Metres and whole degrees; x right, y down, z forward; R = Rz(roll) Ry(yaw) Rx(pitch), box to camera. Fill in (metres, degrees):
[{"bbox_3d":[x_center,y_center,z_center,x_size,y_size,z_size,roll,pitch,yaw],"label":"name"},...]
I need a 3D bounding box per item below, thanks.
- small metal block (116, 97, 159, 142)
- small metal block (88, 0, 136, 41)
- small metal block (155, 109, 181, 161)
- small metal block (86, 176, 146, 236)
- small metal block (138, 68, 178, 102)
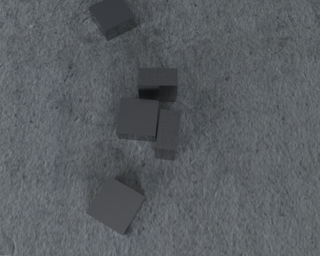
[{"bbox_3d":[-0.029,-0.011,0.412,0.050,0.025,0.050,5,70,1],"label":"small metal block"},{"bbox_3d":[-0.072,-0.167,0.468,0.050,0.025,0.050,-31,73,-11],"label":"small metal block"},{"bbox_3d":[0.010,0.010,0.391,0.025,0.050,0.050,7,70,2],"label":"small metal block"},{"bbox_3d":[-0.052,0.094,0.373,0.050,0.025,0.050,28,72,9],"label":"small metal block"},{"bbox_3d":[-0.003,-0.057,0.416,0.050,0.050,0.025,1,70,0],"label":"small metal block"}]
